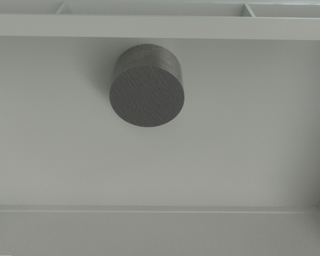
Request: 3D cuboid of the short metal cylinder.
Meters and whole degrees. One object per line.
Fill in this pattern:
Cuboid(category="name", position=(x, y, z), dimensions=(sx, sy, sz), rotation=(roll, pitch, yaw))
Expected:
Cuboid(category="short metal cylinder", position=(-0.014, -0.047, 0.352), dimensions=(0.080, 0.050, 0.080), rotation=(0, 130, 0))
